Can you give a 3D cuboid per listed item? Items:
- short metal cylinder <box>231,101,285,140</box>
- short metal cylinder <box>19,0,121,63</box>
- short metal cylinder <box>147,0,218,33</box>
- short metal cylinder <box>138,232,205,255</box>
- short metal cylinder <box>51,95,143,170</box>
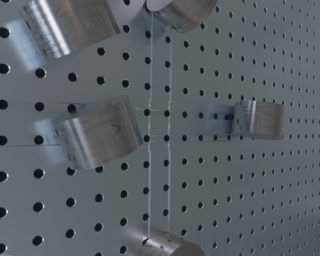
[{"bbox_3d":[0.160,-0.011,0.507,0.081,0.080,0.050,13,82,-39],"label":"short metal cylinder"},{"bbox_3d":[-0.085,-0.102,0.301,0.081,0.080,0.050,-35,112,-34],"label":"short metal cylinder"},{"bbox_3d":[0.029,-0.170,0.396,0.050,0.080,0.080,27,73,-37],"label":"short metal cylinder"},{"bbox_3d":[0.015,0.184,0.406,0.081,0.050,0.079,0,90,-40],"label":"short metal cylinder"},{"bbox_3d":[-0.063,0.003,0.320,0.081,0.080,0.050,-28,108,-36],"label":"short metal cylinder"}]
